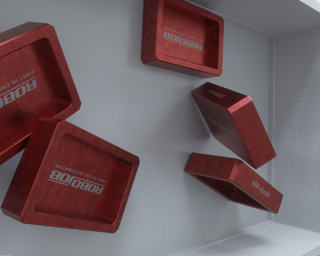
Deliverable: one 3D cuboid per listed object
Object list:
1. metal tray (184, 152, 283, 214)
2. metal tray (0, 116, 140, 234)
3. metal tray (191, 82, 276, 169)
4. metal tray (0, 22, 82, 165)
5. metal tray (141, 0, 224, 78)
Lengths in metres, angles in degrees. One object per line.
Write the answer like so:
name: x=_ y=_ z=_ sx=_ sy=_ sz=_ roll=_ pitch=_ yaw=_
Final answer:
metal tray: x=0.110 y=0.082 z=0.458 sx=0.130 sy=0.090 sz=0.030 roll=36 pitch=70 yaw=-35
metal tray: x=-0.079 y=0.053 z=0.313 sx=0.130 sy=0.030 sz=0.090 roll=36 pitch=67 yaw=-54
metal tray: x=0.094 y=-0.009 z=0.419 sx=0.030 sy=0.130 sz=0.090 roll=-32 pitch=111 yaw=-3
metal tray: x=-0.135 y=-0.025 z=0.263 sx=0.131 sy=0.030 sz=0.089 roll=-44 pitch=137 yaw=-38
metal tray: x=0.036 y=-0.125 z=0.435 sx=0.131 sy=0.030 sz=0.089 roll=4 pitch=87 yaw=-40
